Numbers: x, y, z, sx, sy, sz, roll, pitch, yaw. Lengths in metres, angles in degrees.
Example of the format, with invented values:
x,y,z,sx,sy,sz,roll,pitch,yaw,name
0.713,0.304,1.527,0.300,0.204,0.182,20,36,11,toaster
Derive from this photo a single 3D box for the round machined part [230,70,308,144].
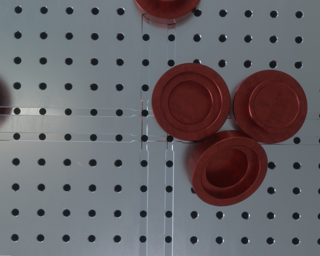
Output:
x,y,z,sx,sy,sz,roll,pitch,yaw,name
0.145,-0.028,0.406,0.099,0.042,0.097,0,90,0,round machined part

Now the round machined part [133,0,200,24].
x,y,z,sx,sy,sz,roll,pitch,yaw,name
0.010,-0.191,0.405,0.099,0.042,0.097,0,90,0,round machined part

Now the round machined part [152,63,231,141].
x,y,z,sx,sy,sz,roll,pitch,yaw,name
0.039,-0.033,0.405,0.099,0.042,0.097,0,90,0,round machined part

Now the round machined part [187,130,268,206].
x,y,z,sx,sy,sz,roll,pitch,yaw,name
0.081,0.047,0.393,0.099,0.042,0.097,-5,114,-12,round machined part
